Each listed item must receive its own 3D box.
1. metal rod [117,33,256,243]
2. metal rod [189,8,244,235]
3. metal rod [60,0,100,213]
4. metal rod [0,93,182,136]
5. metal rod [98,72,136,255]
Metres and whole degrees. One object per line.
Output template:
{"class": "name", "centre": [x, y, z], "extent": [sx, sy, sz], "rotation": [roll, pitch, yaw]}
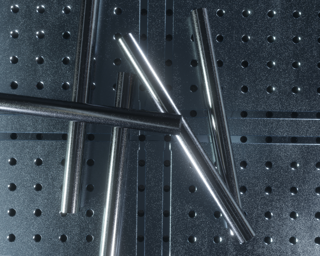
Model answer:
{"class": "metal rod", "centre": [0.031, 0.009, 0.399], "extent": [0.025, 0.025, 0.299], "rotation": [-31, 85, 0]}
{"class": "metal rod", "centre": [0.078, -0.008, 0.414], "extent": [0.025, 0.025, 0.298], "rotation": [-10, 90, 0]}
{"class": "metal rod", "centre": [-0.106, -0.039, 0.411], "extent": [0.025, 0.025, 0.298], "rotation": [5, 90, -1]}
{"class": "metal rod", "centre": [-0.124, -0.023, 0.388], "extent": [0.301, 0.025, 0.025], "rotation": [7, 90, 9]}
{"class": "metal rod", "centre": [-0.060, 0.076, 0.412], "extent": [0.025, 0.025, 0.298], "rotation": [6, 90, -1]}
